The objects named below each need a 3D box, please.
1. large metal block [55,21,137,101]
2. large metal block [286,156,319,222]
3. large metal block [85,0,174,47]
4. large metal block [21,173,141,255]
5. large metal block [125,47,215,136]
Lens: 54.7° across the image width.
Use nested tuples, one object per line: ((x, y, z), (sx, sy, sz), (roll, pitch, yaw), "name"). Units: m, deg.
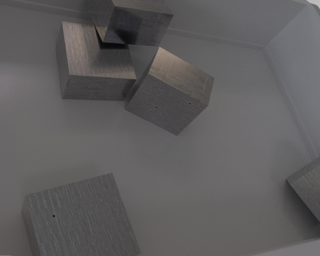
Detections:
((-0.084, -0.083, 0.395), (0.081, 0.050, 0.080), (-1, 62, -29), "large metal block")
((0.242, 0.086, 0.439), (0.080, 0.080, 0.050), (54, 13, 10), "large metal block")
((-0.042, -0.154, 0.400), (0.081, 0.050, 0.080), (-5, 55, -33), "large metal block")
((-0.076, 0.097, 0.290), (0.081, 0.050, 0.080), (-11, 67, -33), "large metal block")
((0.011, -0.044, 0.403), (0.080, 0.080, 0.050), (27, 53, -12), "large metal block")
